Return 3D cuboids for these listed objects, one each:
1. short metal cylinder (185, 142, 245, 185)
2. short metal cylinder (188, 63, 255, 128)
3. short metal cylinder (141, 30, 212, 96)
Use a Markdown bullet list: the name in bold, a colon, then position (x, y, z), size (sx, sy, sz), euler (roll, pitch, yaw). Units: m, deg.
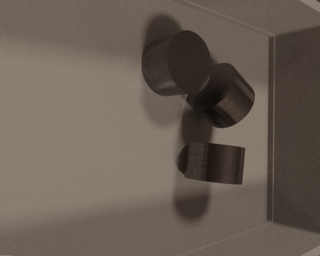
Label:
- **short metal cylinder**: position (0.077, 0.049, 0.438), size (0.081, 0.080, 0.050), euler (11, 83, -40)
- **short metal cylinder**: position (0.088, -0.046, 0.447), size (0.050, 0.080, 0.080), euler (38, 67, -34)
- **short metal cylinder**: position (0.023, -0.084, 0.411), size (0.081, 0.050, 0.079), euler (0, 90, -40)
